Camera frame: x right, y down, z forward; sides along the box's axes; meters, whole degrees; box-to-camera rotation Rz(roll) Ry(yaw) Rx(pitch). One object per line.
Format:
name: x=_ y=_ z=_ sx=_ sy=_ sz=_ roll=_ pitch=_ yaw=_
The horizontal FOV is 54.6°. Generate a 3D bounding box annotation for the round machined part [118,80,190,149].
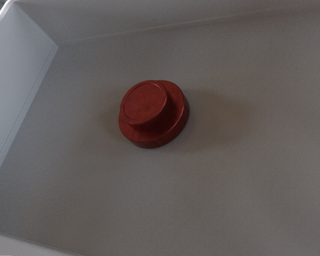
round machined part: x=-0.014 y=-0.025 z=0.414 sx=0.098 sy=0.042 sz=0.098 roll=-13 pitch=56 yaw=21
